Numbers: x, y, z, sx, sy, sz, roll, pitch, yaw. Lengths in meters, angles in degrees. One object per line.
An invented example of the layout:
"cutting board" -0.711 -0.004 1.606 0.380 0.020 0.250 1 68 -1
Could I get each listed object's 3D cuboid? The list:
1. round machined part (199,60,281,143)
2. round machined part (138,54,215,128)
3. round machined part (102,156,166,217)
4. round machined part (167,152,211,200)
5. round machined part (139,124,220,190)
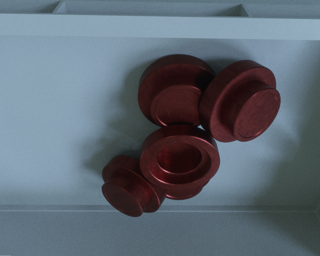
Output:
"round machined part" 0.096 -0.023 0.349 0.099 0.042 0.097 -20 132 -24
"round machined part" 0.023 -0.034 0.367 0.099 0.042 0.097 -1 130 0
"round machined part" -0.044 0.089 0.444 0.098 0.042 0.097 21 138 21
"round machined part" 0.028 0.069 0.455 0.099 0.042 0.097 -1 130 0
"round machined part" 0.024 0.032 0.395 0.099 0.042 0.097 -1 130 0
